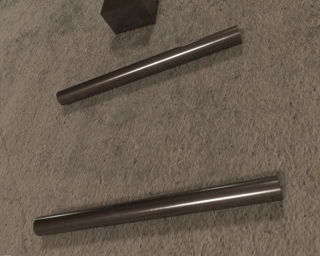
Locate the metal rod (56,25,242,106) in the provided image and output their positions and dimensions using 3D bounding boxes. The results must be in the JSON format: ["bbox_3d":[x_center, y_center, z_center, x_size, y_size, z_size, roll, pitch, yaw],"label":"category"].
[{"bbox_3d":[-0.028,-0.090,0.471,0.301,0.025,0.025,-16,55,18],"label":"metal rod"}]

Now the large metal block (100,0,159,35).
[{"bbox_3d":[-0.051,-0.221,0.548,0.080,0.050,0.080,-7,59,24],"label":"large metal block"}]

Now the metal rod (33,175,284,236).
[{"bbox_3d":[-0.019,0.094,0.354,0.301,0.025,0.025,-14,56,19],"label":"metal rod"}]
